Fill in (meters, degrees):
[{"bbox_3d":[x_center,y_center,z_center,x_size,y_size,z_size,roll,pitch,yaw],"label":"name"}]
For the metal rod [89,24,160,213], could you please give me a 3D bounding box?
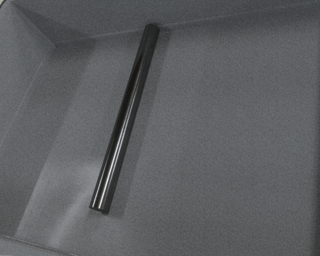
[{"bbox_3d":[-0.044,-0.031,0.445,0.025,0.025,0.300,-1,61,27],"label":"metal rod"}]
